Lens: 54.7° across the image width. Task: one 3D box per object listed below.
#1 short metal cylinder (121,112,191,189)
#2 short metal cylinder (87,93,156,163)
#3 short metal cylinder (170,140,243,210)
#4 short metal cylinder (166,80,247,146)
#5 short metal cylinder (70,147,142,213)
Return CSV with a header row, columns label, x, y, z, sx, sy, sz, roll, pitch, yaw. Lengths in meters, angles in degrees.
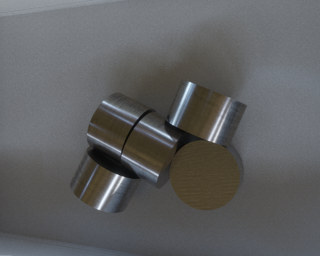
label,x,y,z,sx,sy,sz,roll,pitch,yaw
short metal cylinder,-0.003,0.027,0.381,0.050,0.080,0.080,28,99,17
short metal cylinder,-0.047,0.001,0.395,0.050,0.080,0.080,27,99,17
short metal cylinder,0.058,0.053,0.374,0.080,0.050,0.079,0,90,19
short metal cylinder,0.053,-0.018,0.360,0.080,0.080,0.050,24,98,18
short metal cylinder,-0.068,0.065,0.402,0.080,0.080,0.050,31,100,17
